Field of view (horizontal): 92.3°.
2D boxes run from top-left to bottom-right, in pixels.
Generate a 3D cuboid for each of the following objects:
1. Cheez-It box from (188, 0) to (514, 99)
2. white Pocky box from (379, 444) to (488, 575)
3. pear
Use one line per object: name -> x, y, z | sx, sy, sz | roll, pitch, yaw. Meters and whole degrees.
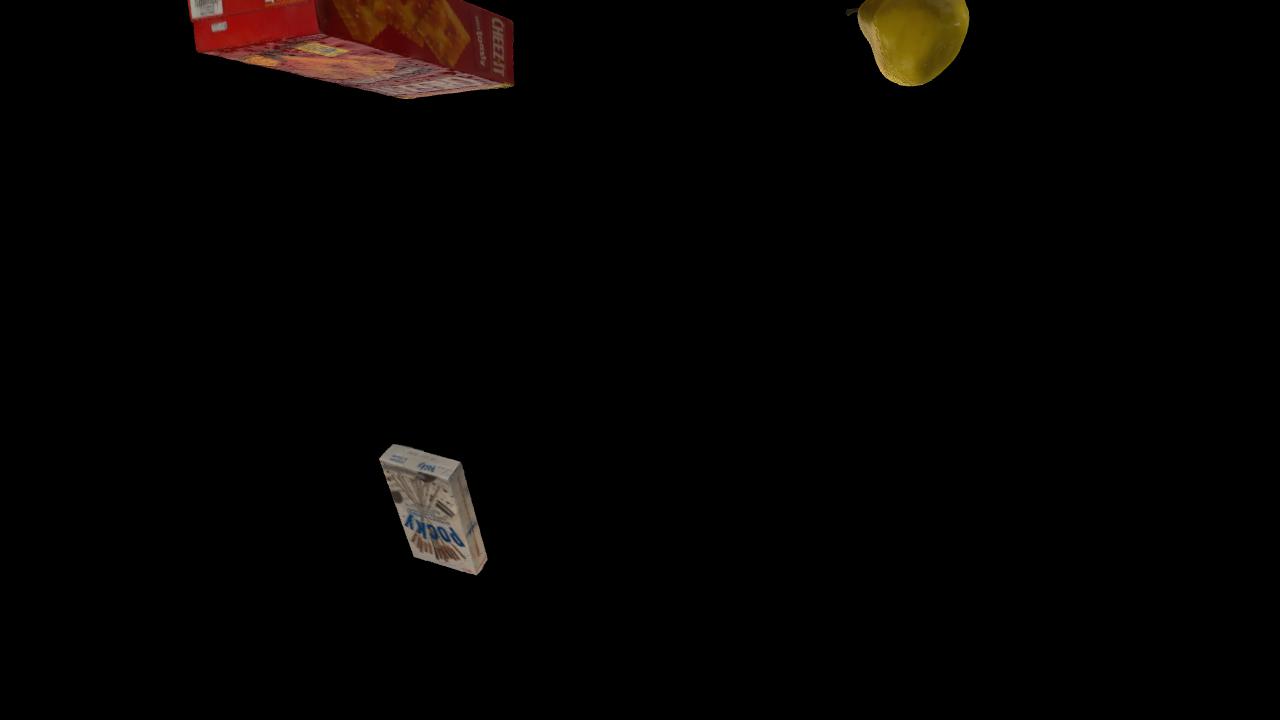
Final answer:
Cheez-It box -> -0.249, -0.297, 0.564 | 0.166, 0.071, 0.223 | 9, 16, 27
white Pocky box -> -0.211, 0.158, 0.639 | 0.084, 0.154, 0.028 | 10, 37, 16
pear -> 0.220, -0.289, 0.522 | 0.080, 0.111, 0.080 | -28, -26, -15
